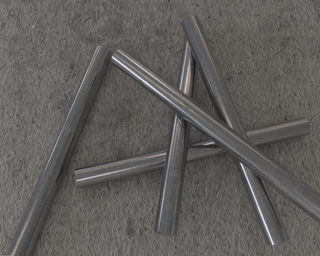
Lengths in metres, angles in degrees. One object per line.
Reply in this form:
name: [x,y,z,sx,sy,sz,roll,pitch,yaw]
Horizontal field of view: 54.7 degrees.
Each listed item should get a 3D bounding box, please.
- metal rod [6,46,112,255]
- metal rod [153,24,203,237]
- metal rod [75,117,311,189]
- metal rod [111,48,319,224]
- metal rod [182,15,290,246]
metal rod: [-0.124,0.024,0.398,0.025,0.025,0.299,15,71,5]
metal rod: [0.029,-0.019,0.394,0.025,0.025,0.300,9,62,3]
metal rod: [0.045,0.030,0.397,0.302,0.025,0.025,-13,71,-5]
metal rod: [0.059,-0.002,0.358,0.300,0.025,0.025,39,75,16]
metal rod: [0.086,-0.011,0.383,0.025,0.025,0.299,-16,73,-6]
